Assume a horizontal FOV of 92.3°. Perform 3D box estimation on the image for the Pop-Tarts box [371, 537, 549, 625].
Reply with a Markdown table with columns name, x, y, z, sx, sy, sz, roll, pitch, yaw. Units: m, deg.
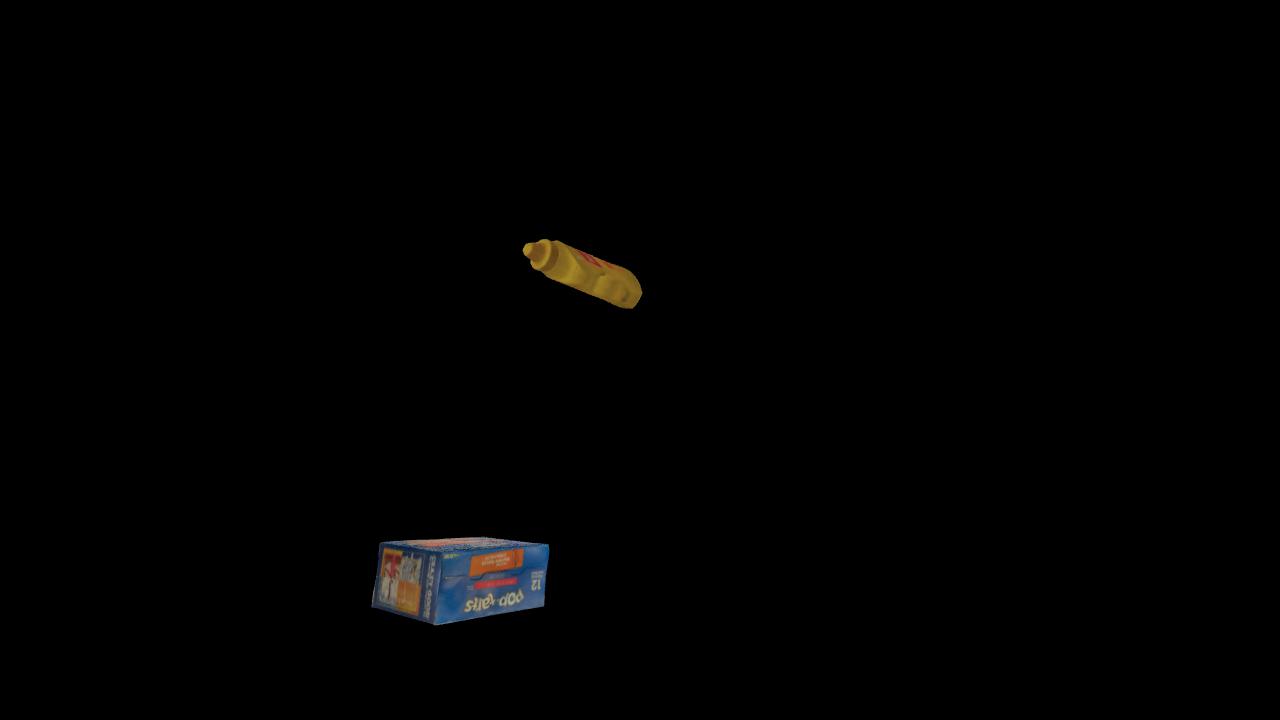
| name | x | y | z | sx | sy | sz | roll | pitch | yaw |
| --- | --- | --- | --- | --- | --- | --- | --- | --- | --- |
| Pop-Tarts box | -0.228 | 0.276 | 0.792 | 0.141 | 0.083 | 0.167 | -7 | -14 | 39 |

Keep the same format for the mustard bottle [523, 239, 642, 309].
| name | x | y | z | sx | sy | sz | roll | pitch | yaw |
| --- | --- | --- | --- | --- | --- | --- | --- | --- | --- |
| mustard bottle | -0.085 | -0.125 | 0.852 | 0.184 | 0.054 | 0.092 | 16 | 27 | -46 |
